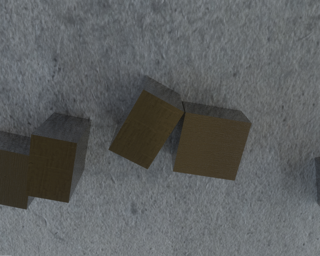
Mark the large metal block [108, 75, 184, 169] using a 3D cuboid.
[{"bbox_3d":[-0.016,-0.010,0.377,0.050,0.080,0.080,29,107,-10],"label":"large metal block"}]

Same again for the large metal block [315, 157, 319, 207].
[{"bbox_3d":[0.269,0.079,0.430,0.080,0.050,0.079,-12,110,4],"label":"large metal block"}]

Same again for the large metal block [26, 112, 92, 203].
[{"bbox_3d":[-0.125,0.034,0.391,0.050,0.080,0.079,12,110,-5],"label":"large metal block"}]

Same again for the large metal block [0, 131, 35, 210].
[{"bbox_3d":[-0.205,0.054,0.413,0.081,0.050,0.079,13,110,-5],"label":"large metal block"}]

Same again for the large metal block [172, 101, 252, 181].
[{"bbox_3d":[0.063,0.016,0.403,0.081,0.050,0.079,9,110,-4],"label":"large metal block"}]
